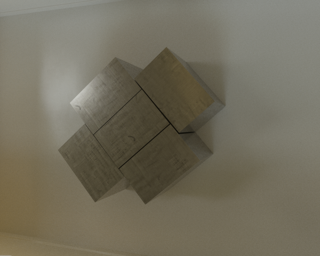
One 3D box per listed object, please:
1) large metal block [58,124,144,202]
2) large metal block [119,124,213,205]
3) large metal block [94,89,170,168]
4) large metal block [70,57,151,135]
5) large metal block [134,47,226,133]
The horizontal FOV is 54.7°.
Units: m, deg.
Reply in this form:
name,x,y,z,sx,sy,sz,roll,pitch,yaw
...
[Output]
name,x,y,z,sx,sy,sz,roll,pitch,yaw
large metal block,-0.070,0.041,0.404,0.050,0.080,0.080,-42,77,15
large metal block,0.011,0.040,0.376,0.080,0.080,0.050,-42,77,15
large metal block,-0.020,0.001,0.387,0.080,0.080,0.050,-42,77,15
large metal block,-0.051,-0.037,0.397,0.080,0.080,0.050,-42,77,15
large metal block,0.027,-0.042,0.370,0.050,0.080,0.080,-42,77,15
